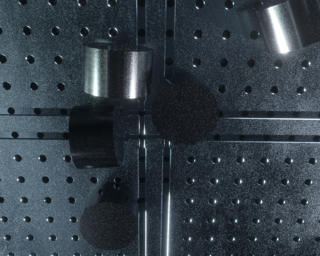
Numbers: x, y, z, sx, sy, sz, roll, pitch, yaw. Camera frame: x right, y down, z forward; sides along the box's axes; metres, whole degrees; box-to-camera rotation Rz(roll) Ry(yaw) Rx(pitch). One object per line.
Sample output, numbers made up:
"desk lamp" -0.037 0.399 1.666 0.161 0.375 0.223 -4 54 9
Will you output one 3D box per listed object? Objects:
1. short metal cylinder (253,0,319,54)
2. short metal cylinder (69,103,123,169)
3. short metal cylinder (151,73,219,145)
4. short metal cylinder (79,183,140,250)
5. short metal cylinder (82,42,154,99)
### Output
"short metal cylinder" 0.151 -0.123 0.341 0.080 0.080 0.050 -24 109 8
"short metal cylinder" -0.076 0.010 0.387 0.050 0.080 0.079 -4 110 1
"short metal cylinder" 0.030 -0.025 0.391 0.081 0.050 0.079 0 110 -1
"short metal cylinder" -0.070 0.127 0.446 0.081 0.050 0.079 0 110 -1
"short metal cylinder" -0.049 -0.069 0.358 0.081 0.080 0.050 4 110 -2
